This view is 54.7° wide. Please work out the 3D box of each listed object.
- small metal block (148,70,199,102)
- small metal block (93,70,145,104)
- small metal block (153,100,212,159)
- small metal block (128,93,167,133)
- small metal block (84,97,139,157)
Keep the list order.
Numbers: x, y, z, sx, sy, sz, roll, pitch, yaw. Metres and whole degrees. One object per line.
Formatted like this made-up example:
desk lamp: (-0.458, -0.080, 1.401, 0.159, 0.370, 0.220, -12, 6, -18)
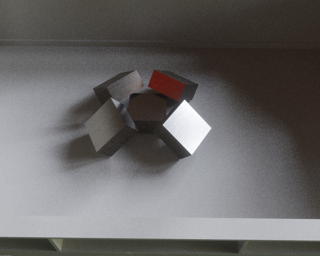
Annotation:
small metal block: (0.019, -0.060, 0.437, 0.050, 0.025, 0.050, 28, 19, 21)
small metal block: (-0.058, -0.057, 0.434, 0.050, 0.025, 0.050, -35, 21, -25)
small metal block: (0.028, 0.002, 0.386, 0.050, 0.025, 0.050, 46, 57, -8)
small metal block: (-0.017, -0.020, 0.419, 0.050, 0.025, 0.050, 1, 50, 1)
small metal block: (-0.062, -0.001, 0.388, 0.050, 0.025, 0.050, -42, 54, 14)
